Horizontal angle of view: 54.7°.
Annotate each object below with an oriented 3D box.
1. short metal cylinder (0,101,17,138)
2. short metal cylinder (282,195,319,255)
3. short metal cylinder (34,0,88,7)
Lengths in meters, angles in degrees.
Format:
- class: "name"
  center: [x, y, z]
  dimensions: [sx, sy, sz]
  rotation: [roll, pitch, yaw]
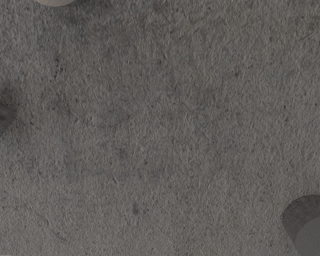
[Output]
- class: "short metal cylinder"
  center: [-0.224, -0.003, 0.377]
  dimensions: [0.050, 0.080, 0.080]
  rotation: [39, 106, -13]
- class: "short metal cylinder"
  center: [0.228, 0.145, 0.452]
  dimensions: [0.081, 0.050, 0.079]
  rotation: [0, 110, 0]
- class: "short metal cylinder"
  center: [-0.109, -0.172, 0.332]
  dimensions: [0.081, 0.050, 0.079]
  rotation: [0, 110, 0]
